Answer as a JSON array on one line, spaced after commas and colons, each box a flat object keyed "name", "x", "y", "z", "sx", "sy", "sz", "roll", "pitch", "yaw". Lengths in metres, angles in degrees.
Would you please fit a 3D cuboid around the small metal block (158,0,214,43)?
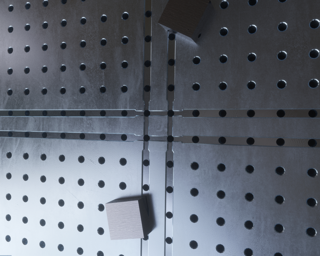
[{"name": "small metal block", "x": 0.033, "y": -0.146, "z": 0.401, "sx": 0.050, "sy": 0.025, "sz": 0.050, "roll": 30, "pitch": 100, "yaw": 17}]

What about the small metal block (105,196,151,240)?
[{"name": "small metal block", "x": -0.044, "y": 0.124, "z": 0.429, "sx": 0.050, "sy": 0.025, "sz": 0.050, "roll": -11, "pitch": 87, "yaw": 19}]
